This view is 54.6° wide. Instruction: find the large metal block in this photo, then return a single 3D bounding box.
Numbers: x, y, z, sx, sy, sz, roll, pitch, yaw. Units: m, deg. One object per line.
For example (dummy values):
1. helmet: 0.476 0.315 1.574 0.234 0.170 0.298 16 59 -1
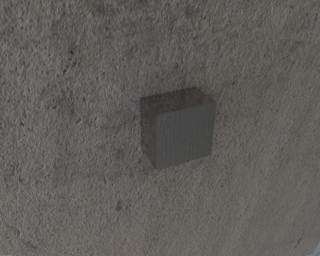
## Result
1. large metal block: 0.022 -0.001 0.401 0.081 0.050 0.080 -14 124 -21
